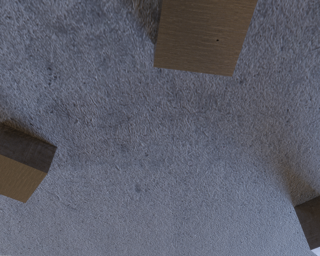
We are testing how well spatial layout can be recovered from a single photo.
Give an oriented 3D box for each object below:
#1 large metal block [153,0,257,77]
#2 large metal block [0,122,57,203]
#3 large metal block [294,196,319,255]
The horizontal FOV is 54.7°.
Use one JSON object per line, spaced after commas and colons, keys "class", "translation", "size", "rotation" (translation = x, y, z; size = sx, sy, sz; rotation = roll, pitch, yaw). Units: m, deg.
{"class": "large metal block", "translation": [0.039, -0.102, 0.304], "size": [0.081, 0.050, 0.079], "rotation": [6, 130, -5]}
{"class": "large metal block", "translation": [-0.204, 0.051, 0.432], "size": [0.080, 0.050, 0.080], "rotation": [29, 124, -23]}
{"class": "large metal block", "translation": [0.281, 0.174, 0.522], "size": [0.050, 0.080, 0.080], "rotation": [-36, 122, 26]}
